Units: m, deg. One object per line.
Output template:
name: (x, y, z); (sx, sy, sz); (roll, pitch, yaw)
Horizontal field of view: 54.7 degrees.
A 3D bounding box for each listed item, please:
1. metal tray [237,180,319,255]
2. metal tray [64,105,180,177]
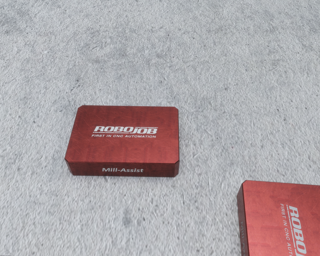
metal tray: (0.127, 0.117, 0.302); (0.091, 0.030, 0.130); (4, 50, 3)
metal tray: (-0.042, 0.014, 0.387); (0.131, 0.030, 0.090); (1, 50, 1)
